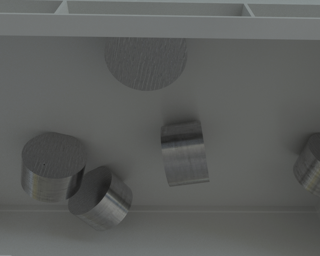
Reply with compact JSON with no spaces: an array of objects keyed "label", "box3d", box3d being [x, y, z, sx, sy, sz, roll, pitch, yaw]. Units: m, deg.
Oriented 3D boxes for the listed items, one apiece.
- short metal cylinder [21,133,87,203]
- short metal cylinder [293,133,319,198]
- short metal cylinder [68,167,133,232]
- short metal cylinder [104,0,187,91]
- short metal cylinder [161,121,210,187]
[{"label":"short metal cylinder","box3d":[-0.142,0.052,0.416,0.081,0.080,0.050,13,129,-11]},{"label":"short metal cylinder","box3d":[0.231,0.052,0.419,0.081,0.080,0.050,6,130,-5]},{"label":"short metal cylinder","box3d":[-0.088,0.105,0.462,0.080,0.080,0.050,-26,126,20]},{"label":"short metal cylinder","box3d":[-0.014,-0.085,0.320,0.081,0.050,0.079,0,130,0]},{"label":"short metal cylinder","box3d":[0.033,0.033,0.401,0.050,0.080,0.080,-8,130,7]}]
